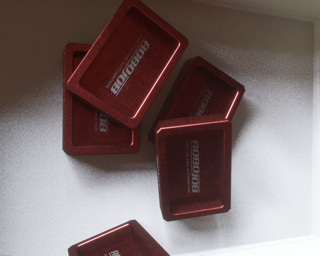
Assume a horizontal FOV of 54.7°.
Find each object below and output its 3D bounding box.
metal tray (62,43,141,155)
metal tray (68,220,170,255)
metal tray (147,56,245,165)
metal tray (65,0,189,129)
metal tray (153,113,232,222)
[{"bbox_3d":[-0.072,-0.033,0.381,0.091,0.030,0.129,0,90,-21],"label":"metal tray"},{"bbox_3d":[-0.047,0.148,0.338,0.091,0.130,0.030,-19,97,-19],"label":"metal tray"},{"bbox_3d":[0.052,-0.021,0.428,0.090,0.030,0.130,30,80,-18],"label":"metal tray"},{"bbox_3d":[-0.036,-0.074,0.362,0.090,0.030,0.130,34,79,-17],"label":"metal tray"},{"bbox_3d":[0.043,0.051,0.394,0.091,0.030,0.129,-7,111,-8],"label":"metal tray"}]
